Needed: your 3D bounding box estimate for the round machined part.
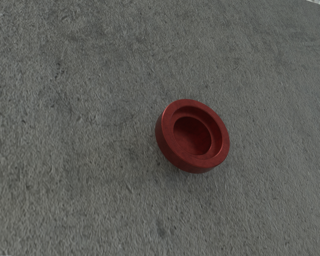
[{"bbox_3d":[0.038,0.014,0.404,0.099,0.042,0.098,13,56,-21],"label":"round machined part"}]
